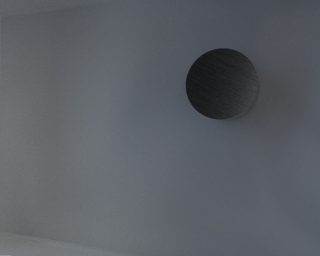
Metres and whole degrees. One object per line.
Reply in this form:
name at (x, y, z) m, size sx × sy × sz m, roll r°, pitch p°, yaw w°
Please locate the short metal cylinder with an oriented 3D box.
short metal cylinder at (0.076, -0.049, 0.370) m, size 0.080 × 0.050 × 0.080 m, roll 0°, pitch 90°, yaw 20°
